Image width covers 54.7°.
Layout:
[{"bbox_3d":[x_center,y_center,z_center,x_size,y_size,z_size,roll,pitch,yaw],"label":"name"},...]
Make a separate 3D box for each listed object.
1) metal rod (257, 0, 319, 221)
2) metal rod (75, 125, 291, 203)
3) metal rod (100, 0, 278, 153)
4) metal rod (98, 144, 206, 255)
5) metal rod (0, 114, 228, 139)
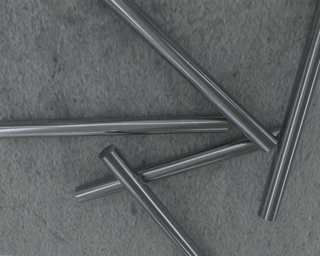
[{"bbox_3d":[0.170,-0.026,0.381,0.025,0.025,0.298,10,102,-4],"label":"metal rod"},{"bbox_3d":[0.028,0.051,0.428,0.301,0.025,0.025,-17,109,6],"label":"metal rod"},{"bbox_3d":[0.028,-0.077,0.368,0.300,0.025,0.025,41,105,-9],"label":"metal rod"},{"bbox_3d":[0.014,0.140,0.443,0.025,0.025,0.299,-31,114,10],"label":"metal rod"},{"bbox_3d":[-0.064,-0.002,0.408,0.302,0.025,0.025,-2,110,0],"label":"metal rod"}]
